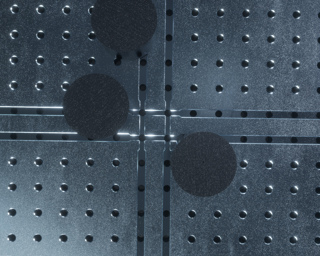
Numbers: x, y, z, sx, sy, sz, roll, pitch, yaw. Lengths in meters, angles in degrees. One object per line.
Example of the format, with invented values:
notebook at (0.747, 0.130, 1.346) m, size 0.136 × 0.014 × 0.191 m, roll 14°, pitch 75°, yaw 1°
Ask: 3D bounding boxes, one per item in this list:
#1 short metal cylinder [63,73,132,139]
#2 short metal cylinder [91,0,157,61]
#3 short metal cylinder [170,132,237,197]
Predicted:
short metal cylinder at (-0.078, -0.027, 0.400) m, size 0.081 × 0.050 × 0.079 m, roll 0°, pitch 90°, yaw -1°
short metal cylinder at (-0.044, -0.132, 0.400) m, size 0.081 × 0.050 × 0.079 m, roll 0°, pitch 90°, yaw -1°
short metal cylinder at (0.053, 0.044, 0.402) m, size 0.081 × 0.050 × 0.079 m, roll 0°, pitch 90°, yaw -1°
